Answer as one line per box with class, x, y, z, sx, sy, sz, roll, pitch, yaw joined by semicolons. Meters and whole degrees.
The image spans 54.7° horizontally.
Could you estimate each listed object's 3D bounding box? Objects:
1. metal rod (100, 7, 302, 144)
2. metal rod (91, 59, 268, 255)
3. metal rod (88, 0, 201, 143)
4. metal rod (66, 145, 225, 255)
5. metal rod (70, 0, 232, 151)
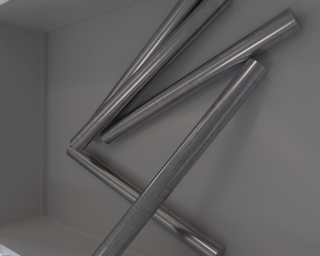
metal rod;0.025;-0.046;0.386;0.299;0.025;0.025;-29;72;36
metal rod;0.010;0.053;0.333;0.025;0.025;0.299;40;94;32
metal rod;-0.034;-0.078;0.434;0.299;0.025;0.025;-46;62;30
metal rod;-0.041;0.092;0.440;0.300;0.025;0.025;27;107;37
metal rod;-0.028;-0.062;0.414;0.299;0.025;0.025;-41;65;27
